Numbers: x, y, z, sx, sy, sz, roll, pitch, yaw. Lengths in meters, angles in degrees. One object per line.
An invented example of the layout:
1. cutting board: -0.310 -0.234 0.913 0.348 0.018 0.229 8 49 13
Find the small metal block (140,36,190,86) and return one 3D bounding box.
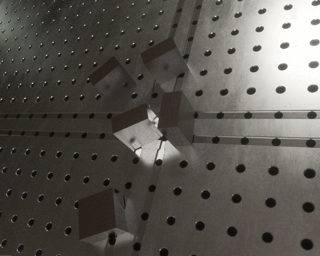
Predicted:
1. small metal block: 0.008 -0.095 0.445 0.050 0.050 0.025 -26 53 12

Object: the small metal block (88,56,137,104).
1. small metal block: -0.072 -0.072 0.473 0.050 0.050 0.025 -39 51 1

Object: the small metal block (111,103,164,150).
1. small metal block: -0.028 0.000 0.406 0.050 0.050 0.025 -23 54 14

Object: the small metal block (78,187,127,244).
1. small metal block: -0.071 0.107 0.378 0.050 0.025 0.050 -22 54 14

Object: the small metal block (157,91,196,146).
1. small metal block: 0.022 -0.011 0.386 0.025 0.050 0.050 -5 60 26
